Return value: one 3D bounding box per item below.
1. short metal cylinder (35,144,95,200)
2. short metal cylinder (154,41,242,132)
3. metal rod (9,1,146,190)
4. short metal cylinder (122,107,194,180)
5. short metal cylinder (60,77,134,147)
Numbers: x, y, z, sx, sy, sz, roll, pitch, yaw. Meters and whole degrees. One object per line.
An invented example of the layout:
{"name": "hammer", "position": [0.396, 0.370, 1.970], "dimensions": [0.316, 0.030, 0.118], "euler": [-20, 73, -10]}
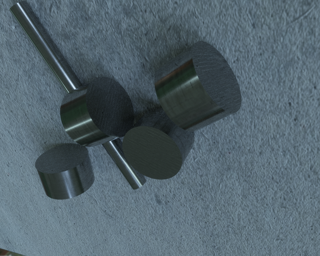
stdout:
{"name": "short metal cylinder", "position": [-0.149, 0.067, 0.492], "dimensions": [0.080, 0.080, 0.050], "euler": [7, 122, 24]}
{"name": "short metal cylinder", "position": [0.041, -0.042, 0.324], "dimensions": [0.050, 0.080, 0.080], "euler": [-28, 103, 37]}
{"name": "metal rod", "position": [-0.109, -0.036, 0.441], "dimensions": [0.025, 0.025, 0.299], "euler": [-22, 107, 36]}
{"name": "short metal cylinder", "position": [-0.001, 0.020, 0.402], "dimensions": [0.080, 0.050, 0.079], "euler": [12, 125, 19]}
{"name": "short metal cylinder", "position": [-0.079, -0.020, 0.401], "dimensions": [0.050, 0.080, 0.080], "euler": [-19, 109, 35]}
